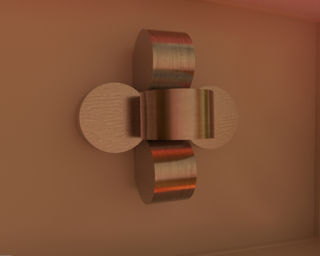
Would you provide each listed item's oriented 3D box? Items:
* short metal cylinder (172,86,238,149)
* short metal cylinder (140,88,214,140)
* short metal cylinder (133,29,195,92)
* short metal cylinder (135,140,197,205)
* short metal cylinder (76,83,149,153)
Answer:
[{"bbox_3d":[0.056,-0.013,0.415,0.081,0.050,0.080,0,90,-20],"label":"short metal cylinder"},{"bbox_3d":[0.019,-0.014,0.339,0.081,0.080,0.050,-1,90,-20],"label":"short metal cylinder"},{"bbox_3d":[0.002,-0.078,0.380,0.050,0.080,0.080,-2,91,-21],"label":"short metal cylinder"},{"bbox_3d":[0.004,0.051,0.381,0.050,0.080,0.080,-2,91,-21],"label":"short metal cylinder"},{"bbox_3d":[-0.058,-0.012,0.374,0.081,0.050,0.080,0,90,-20],"label":"short metal cylinder"}]
